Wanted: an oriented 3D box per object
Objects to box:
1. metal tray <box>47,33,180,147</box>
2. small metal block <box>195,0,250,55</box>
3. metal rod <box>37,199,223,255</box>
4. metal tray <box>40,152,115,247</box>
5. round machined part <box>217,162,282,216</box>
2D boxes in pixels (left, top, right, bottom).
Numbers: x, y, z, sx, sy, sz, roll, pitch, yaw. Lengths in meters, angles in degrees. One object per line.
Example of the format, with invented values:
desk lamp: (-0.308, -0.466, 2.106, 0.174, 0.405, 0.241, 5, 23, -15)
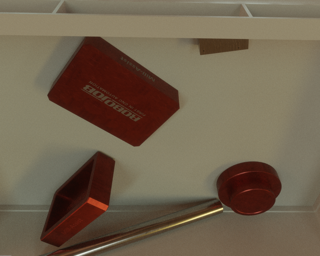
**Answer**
metal tray: (-0.053, -0.039, 0.372, 0.131, 0.030, 0.090, 31, 123, -25)
small metal block: (0.064, -0.107, 0.319, 0.050, 0.025, 0.050, -6, 130, 5)
metal rod: (-0.040, 0.165, 0.483, 0.302, 0.025, 0.025, -13, 132, -16)
metal tray: (-0.120, 0.105, 0.453, 0.030, 0.090, 0.130, 34, 122, -25)
round machined part: (0.141, 0.101, 0.486, 0.099, 0.042, 0.097, -1, 130, 0)
